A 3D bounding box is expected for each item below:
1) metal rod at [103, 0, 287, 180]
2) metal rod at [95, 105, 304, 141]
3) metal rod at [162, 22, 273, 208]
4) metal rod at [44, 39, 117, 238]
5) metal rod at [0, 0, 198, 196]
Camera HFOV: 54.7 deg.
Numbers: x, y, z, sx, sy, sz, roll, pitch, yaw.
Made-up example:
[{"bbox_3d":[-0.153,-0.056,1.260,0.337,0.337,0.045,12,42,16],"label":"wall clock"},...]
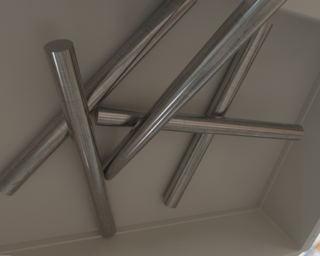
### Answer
[{"bbox_3d":[0.011,-0.026,0.317,0.025,0.025,0.298,12,139,-34],"label":"metal rod"},{"bbox_3d":[0.067,-0.004,0.415,0.302,0.025,0.025,4,117,-21],"label":"metal rod"},{"bbox_3d":[0.075,-0.009,0.445,0.025,0.025,0.298,12,112,-34],"label":"metal rod"},{"bbox_3d":[-0.082,0.041,0.365,0.025,0.025,0.298,-19,134,-18],"label":"metal rod"},{"bbox_3d":[-0.073,-0.039,0.345,0.300,0.025,0.025,-46,130,3],"label":"metal rod"}]
